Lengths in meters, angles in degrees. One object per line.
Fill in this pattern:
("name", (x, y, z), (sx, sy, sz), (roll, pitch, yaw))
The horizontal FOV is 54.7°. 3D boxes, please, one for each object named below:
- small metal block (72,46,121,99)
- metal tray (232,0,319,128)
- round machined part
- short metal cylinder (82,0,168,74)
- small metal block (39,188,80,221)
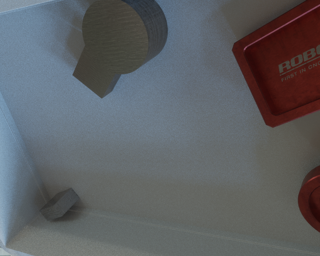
("small metal block", (-0.079, -0.075, 0.402), (0.050, 0.025, 0.050), (39, 129, 1))
("metal tray", (0.141, -0.065, 0.272), (0.130, 0.030, 0.090), (-26, 85, 36))
("round machined part", (0.204, 0.075, 0.331), (0.098, 0.042, 0.097), (19, 129, 25))
("short metal cylinder", (-0.038, -0.106, 0.345), (0.080, 0.050, 0.079), (13, 124, 20))
("small metal block", (-0.187, 0.142, 0.576), (0.050, 0.050, 0.025), (-25, 105, 36))
